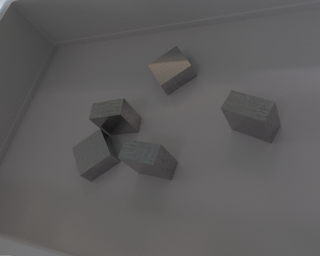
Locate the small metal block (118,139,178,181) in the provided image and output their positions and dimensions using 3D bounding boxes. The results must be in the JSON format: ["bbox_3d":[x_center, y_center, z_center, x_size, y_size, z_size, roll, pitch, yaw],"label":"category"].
[{"bbox_3d":[-0.013,0.038,0.373,0.050,0.050,0.025,7,66,31],"label":"small metal block"}]

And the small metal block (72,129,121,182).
[{"bbox_3d":[-0.089,0.037,0.430,0.050,0.025,0.050,-34,51,5],"label":"small metal block"}]

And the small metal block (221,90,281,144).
[{"bbox_3d":[0.102,-0.012,0.344,0.050,0.050,0.025,23,74,36],"label":"small metal block"}]

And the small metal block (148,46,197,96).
[{"bbox_3d":[0.018,-0.083,0.448,0.050,0.025,0.050,-33,51,6],"label":"small metal block"}]

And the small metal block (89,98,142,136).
[{"bbox_3d":[-0.061,-0.014,0.430,0.050,0.050,0.025,-6,59,25],"label":"small metal block"}]
